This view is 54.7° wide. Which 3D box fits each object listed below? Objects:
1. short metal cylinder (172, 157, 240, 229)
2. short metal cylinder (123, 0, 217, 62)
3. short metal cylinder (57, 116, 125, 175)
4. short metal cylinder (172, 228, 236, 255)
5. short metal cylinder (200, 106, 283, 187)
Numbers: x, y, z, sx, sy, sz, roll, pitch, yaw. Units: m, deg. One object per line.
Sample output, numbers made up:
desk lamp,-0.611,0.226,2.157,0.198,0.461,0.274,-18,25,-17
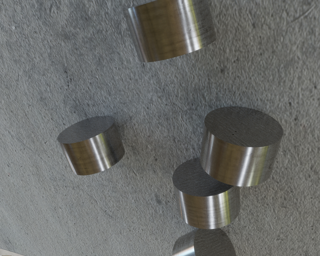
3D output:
short metal cylinder,0.059,0.079,0.389,0.080,0.080,0.050,4,120,26
short metal cylinder,0.010,-0.102,0.303,0.080,0.080,0.050,-4,117,30
short metal cylinder,-0.095,0.023,0.436,0.080,0.080,0.050,-2,117,29
short metal cylinder,0.065,0.189,0.454,0.080,0.080,0.050,44,129,-3
short metal cylinder,0.086,0.017,0.337,0.080,0.080,0.050,15,125,19
